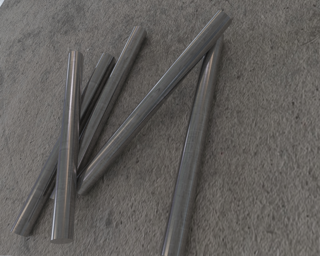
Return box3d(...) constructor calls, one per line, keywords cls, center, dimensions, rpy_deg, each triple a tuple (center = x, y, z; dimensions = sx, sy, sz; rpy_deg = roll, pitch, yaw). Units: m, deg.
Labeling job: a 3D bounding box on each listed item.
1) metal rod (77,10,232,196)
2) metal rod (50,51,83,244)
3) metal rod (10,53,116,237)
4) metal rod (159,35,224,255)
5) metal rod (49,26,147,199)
box3d(cls="metal rod", center=(-0.012, -0.032, 0.410), dimensions=(0.300, 0.025, 0.025), rpy_deg=(-50, 51, 0))
box3d(cls="metal rod", center=(-0.126, 0.004, 0.433), dimensions=(0.025, 0.025, 0.299), rpy_deg=(-19, 54, 17))
box3d(cls="metal rod", center=(-0.137, 0.012, 0.468), dimensions=(0.025, 0.025, 0.300), rpy_deg=(8, 65, 32))
box3d(cls="metal rod", center=(0.045, 0.001, 0.379), dimensions=(0.025, 0.025, 0.300), rpy_deg=(0, 62, 28))
box3d(cls="metal rod", center=(-0.085, -0.032, 0.468), dimensions=(0.025, 0.025, 0.300), rpy_deg=(8, 65, 32))
